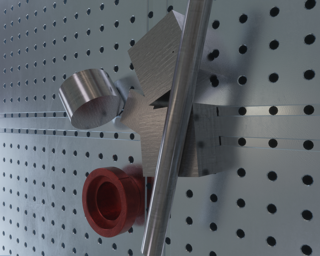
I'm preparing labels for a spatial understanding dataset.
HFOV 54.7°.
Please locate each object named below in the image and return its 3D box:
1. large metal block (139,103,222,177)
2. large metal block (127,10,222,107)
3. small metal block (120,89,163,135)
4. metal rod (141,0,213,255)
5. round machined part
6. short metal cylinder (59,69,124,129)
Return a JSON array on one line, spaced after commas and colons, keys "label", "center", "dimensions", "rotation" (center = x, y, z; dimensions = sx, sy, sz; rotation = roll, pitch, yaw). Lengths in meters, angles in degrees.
[{"label": "large metal block", "center": [0.023, 0.016, 0.374], "dimensions": [0.080, 0.050, 0.080], "rotation": [-7, 86, 39]}, {"label": "large metal block", "center": [0.016, -0.080, 0.380], "dimensions": [0.080, 0.050, 0.080], "rotation": [-33, 70, 35]}, {"label": "small metal block", "center": [-0.023, -0.021, 0.429], "dimensions": [0.050, 0.025, 0.050], "rotation": [32, 110, 35]}, {"label": "metal rod", "center": [0.018, -0.005, 0.329], "dimensions": [0.025, 0.025, 0.298], "rotation": [17, 101, 38]}, {"label": "round machined part", "center": [-0.067, 0.105, 0.454], "dimensions": [0.098, 0.042, 0.097], "rotation": [0, 90, 40]}, {"label": "short metal cylinder", "center": [-0.101, -0.041, 0.457], "dimensions": [0.080, 0.081, 0.050], "rotation": [-44, 64, 31]}]
